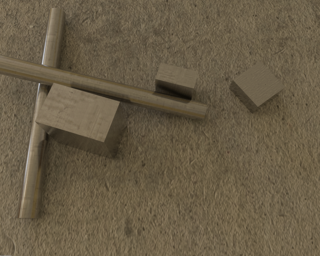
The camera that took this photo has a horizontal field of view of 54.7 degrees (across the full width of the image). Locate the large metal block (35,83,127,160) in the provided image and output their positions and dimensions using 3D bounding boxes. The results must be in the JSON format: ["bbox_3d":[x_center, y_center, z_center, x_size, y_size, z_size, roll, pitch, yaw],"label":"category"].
[{"bbox_3d":[-0.091,-0.005,0.380,0.080,0.080,0.050,16,71,5],"label":"large metal block"}]

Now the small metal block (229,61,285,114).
[{"bbox_3d":[0.134,-0.056,0.430,0.050,0.025,0.050,-35,74,-12],"label":"small metal block"}]

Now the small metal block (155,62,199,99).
[{"bbox_3d":[0.022,-0.059,0.417,0.050,0.050,0.025,15,71,5],"label":"small metal block"}]

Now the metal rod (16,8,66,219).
[{"bbox_3d":[-0.156,-0.033,0.418,0.025,0.025,0.299,0,70,0],"label":"metal rod"}]

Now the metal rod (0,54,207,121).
[{"bbox_3d":[-0.087,-0.055,0.408,0.302,0.025,0.025,13,70,-3],"label":"metal rod"}]
